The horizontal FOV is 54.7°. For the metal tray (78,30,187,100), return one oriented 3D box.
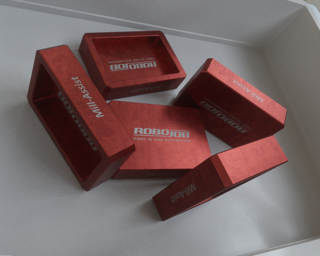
[{"bbox_3d":[-0.036,-0.092,0.438,0.131,0.030,0.090,-14,69,-34],"label":"metal tray"}]

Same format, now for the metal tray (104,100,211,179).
[{"bbox_3d":[-0.002,0.016,0.389,0.131,0.030,0.090,3,60,-27],"label":"metal tray"}]

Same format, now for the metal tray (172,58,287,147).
[{"bbox_3d":[0.094,-0.027,0.430,0.130,0.090,0.030,33,52,-7],"label":"metal tray"}]

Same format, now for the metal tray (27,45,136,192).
[{"bbox_3d":[-0.087,-0.008,0.320,0.030,0.090,0.130,-27,77,-38],"label":"metal tray"}]

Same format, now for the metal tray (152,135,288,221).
[{"bbox_3d":[0.059,0.057,0.333,0.091,0.129,0.030,-13,69,-34],"label":"metal tray"}]
